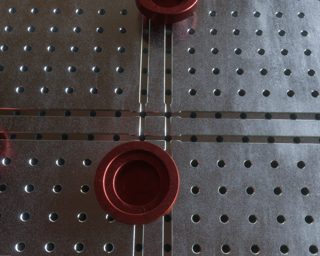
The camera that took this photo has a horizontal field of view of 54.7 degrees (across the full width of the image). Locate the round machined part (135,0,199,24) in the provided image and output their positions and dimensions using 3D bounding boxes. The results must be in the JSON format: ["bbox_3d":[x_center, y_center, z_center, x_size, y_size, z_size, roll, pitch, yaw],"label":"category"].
[{"bbox_3d":[0.011,-0.200,0.476,0.099,0.042,0.098,0,70,-1],"label":"round machined part"}]

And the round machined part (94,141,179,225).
[{"bbox_3d":[-0.027,0.068,0.378,0.099,0.042,0.098,0,70,-1],"label":"round machined part"}]
